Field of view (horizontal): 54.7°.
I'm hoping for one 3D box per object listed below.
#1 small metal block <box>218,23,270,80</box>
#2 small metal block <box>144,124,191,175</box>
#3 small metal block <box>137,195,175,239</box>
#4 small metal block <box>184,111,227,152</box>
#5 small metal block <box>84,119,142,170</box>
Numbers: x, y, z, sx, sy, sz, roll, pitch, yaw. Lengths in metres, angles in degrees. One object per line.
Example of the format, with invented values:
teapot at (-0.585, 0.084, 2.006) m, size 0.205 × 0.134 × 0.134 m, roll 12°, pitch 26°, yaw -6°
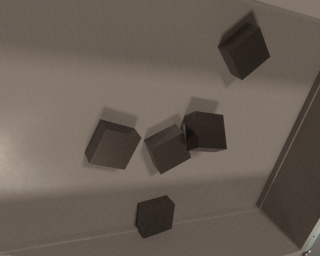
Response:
small metal block at (0.112, -0.101, 0.410) m, size 0.050 × 0.025 × 0.050 m, roll -40°, pitch 130°, yaw -1°
small metal block at (0.011, 0.030, 0.435) m, size 0.050 × 0.025 × 0.050 m, roll -28°, pitch 128°, yaw -11°
small metal block at (-0.007, 0.139, 0.488) m, size 0.050 × 0.025 × 0.050 m, roll -9°, pitch 118°, yaw -30°
small metal block at (0.064, 0.006, 0.432) m, size 0.050 × 0.025 × 0.050 m, roll 6°, pitch 73°, yaw -32°
small metal block at (-0.059, 0.022, 0.391) m, size 0.050 × 0.025 × 0.050 m, roll 16°, pitch 110°, yaw -35°
